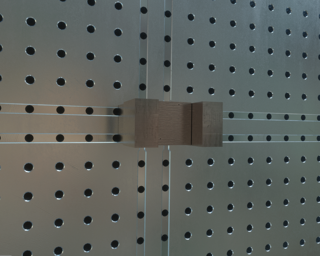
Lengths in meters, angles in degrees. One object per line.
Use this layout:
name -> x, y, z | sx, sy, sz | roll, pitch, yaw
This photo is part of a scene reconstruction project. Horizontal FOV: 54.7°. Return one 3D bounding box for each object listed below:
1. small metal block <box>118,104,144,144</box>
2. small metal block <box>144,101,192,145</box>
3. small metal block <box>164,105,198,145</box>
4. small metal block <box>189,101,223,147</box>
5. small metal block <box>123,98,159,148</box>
small metal block -> -0.034, -0.005, 0.387 | 0.025, 0.050, 0.050 | 1, 90, -20
small metal block -> 0.009, -0.005, 0.364 | 0.050, 0.025, 0.050 | 1, 90, -21
small metal block -> 0.027, -0.004, 0.410 | 0.025, 0.050, 0.050 | -1, 91, -20
small metal block -> 0.050, -0.004, 0.364 | 0.025, 0.050, 0.050 | 1, 90, -20
small metal block -> -0.022, -0.005, 0.338 | 0.025, 0.050, 0.050 | 1, 90, -20
